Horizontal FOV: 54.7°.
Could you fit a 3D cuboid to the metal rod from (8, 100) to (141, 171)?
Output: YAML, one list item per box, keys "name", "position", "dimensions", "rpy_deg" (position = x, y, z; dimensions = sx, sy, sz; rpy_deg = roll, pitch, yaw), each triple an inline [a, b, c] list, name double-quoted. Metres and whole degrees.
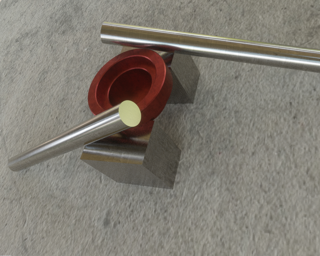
- name: "metal rod"
  position: [-0.127, 0.022, 0.386]
  dimensions: [0.299, 0.025, 0.025]
  rpy_deg: [-19, 51, 45]

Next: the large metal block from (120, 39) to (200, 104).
- name: "large metal block"
  position: [-0.001, -0.074, 0.414]
  dimensions: [0.080, 0.080, 0.050]
  rpy_deg: [1, 63, 28]

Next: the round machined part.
- name: "round machined part"
  position: [-0.030, -0.040, 0.358]
  dimensions: [0.098, 0.042, 0.098]
  rpy_deg: [-13, 56, 20]

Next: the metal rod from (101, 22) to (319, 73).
- name: "metal rod"
  position: [0.081, -0.088, 0.347]
  dimensions: [0.302, 0.025, 0.025]
  rpy_deg: [10, 65, 8]

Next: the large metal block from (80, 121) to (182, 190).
- name: "large metal block"
  position: [-0.030, 0.032, 0.365]
  dimensions: [0.080, 0.080, 0.050]
  rpy_deg: [1, 63, 28]
